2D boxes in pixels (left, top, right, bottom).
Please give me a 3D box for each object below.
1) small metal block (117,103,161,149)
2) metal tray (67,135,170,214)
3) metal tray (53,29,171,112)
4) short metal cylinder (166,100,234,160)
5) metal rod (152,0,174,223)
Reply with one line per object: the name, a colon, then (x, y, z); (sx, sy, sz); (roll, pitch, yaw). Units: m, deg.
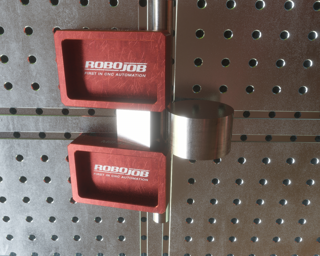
small metal block: (-0.027, -0.006, 0.396); (0.050, 0.025, 0.050); (13, 113, 29)
metal tray: (-0.053, 0.061, 0.414); (0.131, 0.030, 0.089); (5, 111, 11)
metal tray: (-0.054, -0.069, 0.366); (0.131, 0.030, 0.089); (4, 111, 11)
short metal cylinder: (0.048, 0.000, 0.381); (0.081, 0.080, 0.050); (0, 110, 0)
metal rod: (0.002, -0.007, 0.406); (0.025, 0.025, 0.298); (0, 110, 0)
